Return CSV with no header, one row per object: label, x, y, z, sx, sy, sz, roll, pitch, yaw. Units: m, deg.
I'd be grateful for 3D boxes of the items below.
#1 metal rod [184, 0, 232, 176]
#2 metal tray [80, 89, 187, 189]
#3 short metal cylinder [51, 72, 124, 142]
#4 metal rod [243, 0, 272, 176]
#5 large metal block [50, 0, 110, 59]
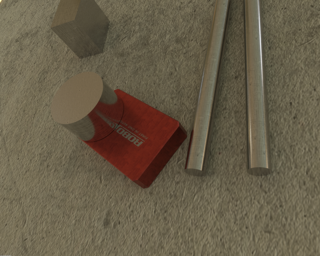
metal rod,0.070,-0.081,0.415,0.025,0.025,0.300,-1,61,27
metal tray,-0.040,0.009,0.415,0.130,0.030,0.090,31,78,37
short metal cylinder,-0.097,-0.028,0.415,0.080,0.050,0.080,-13,56,20
metal rod,0.120,-0.085,0.392,0.025,0.025,0.299,-7,59,24
large metal block,-0.138,-0.185,0.552,0.050,0.080,0.080,-8,58,24
